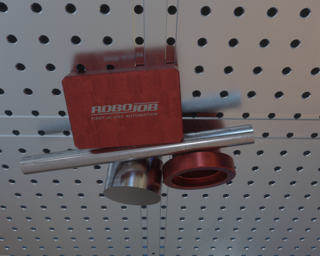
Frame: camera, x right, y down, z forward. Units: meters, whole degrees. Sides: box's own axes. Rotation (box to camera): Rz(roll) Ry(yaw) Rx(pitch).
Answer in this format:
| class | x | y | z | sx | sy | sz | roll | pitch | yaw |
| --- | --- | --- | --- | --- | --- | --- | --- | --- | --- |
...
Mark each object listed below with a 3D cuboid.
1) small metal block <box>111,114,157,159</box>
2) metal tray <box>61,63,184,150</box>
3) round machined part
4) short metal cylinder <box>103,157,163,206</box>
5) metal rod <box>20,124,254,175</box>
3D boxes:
| class | x | y | z | sx | sy | sz | roll | pitch | yaw |
| --- | --- | --- | --- | --- | --- | --- | --- | --- | --- |
| small metal block | -0.036 | 0.013 | 0.433 | 0.050 | 0.025 | 0.050 | 14 | 129 | -12 |
| metal tray | -0.040 | -0.025 | 0.368 | 0.131 | 0.030 | 0.089 | -4 | 112 | 2 |
| round machined part | 0.052 | 0.051 | 0.429 | 0.099 | 0.042 | 0.098 | -4 | 152 | -2 |
| short metal cylinder | -0.036 | 0.074 | 0.442 | 0.080 | 0.050 | 0.080 | 4 | 149 | 3 |
| metal rod | -0.033 | 0.029 | 0.402 | 0.302 | 0.025 | 0.025 | -8 | 130 | 6 |
